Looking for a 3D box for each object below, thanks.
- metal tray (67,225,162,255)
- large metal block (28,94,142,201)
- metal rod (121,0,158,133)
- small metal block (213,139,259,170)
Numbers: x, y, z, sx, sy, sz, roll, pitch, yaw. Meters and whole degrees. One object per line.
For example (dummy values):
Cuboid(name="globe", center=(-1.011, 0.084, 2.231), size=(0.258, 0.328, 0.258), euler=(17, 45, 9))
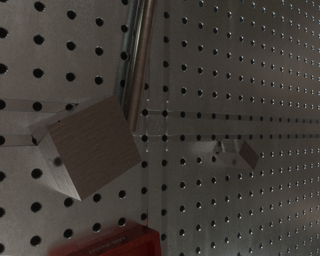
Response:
Cuboid(name="metal tray", center=(-0.056, 0.179, 0.361), size=(0.131, 0.030, 0.089), euler=(-9, 96, -40))
Cuboid(name="large metal block", center=(-0.077, 0.017, 0.330), size=(0.081, 0.050, 0.080), euler=(-32, 110, -36))
Cuboid(name="metal rod", center=(-0.018, -0.142, 0.395), size=(0.025, 0.025, 0.298), euler=(14, 81, -40))
Cuboid(name="small metal block", center=(0.122, 0.042, 0.499), size=(0.050, 0.050, 0.025), euler=(43, 64, -32))
